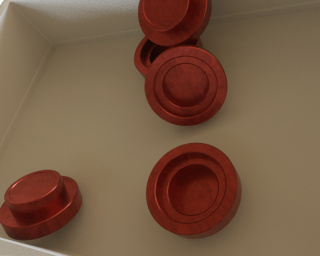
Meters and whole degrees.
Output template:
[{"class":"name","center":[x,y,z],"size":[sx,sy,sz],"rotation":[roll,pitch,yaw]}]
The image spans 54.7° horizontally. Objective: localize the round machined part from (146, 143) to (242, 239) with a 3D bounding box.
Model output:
[{"class":"round machined part","center":[0.038,0.068,0.332],"size":[0.098,0.042,0.098],"rotation":[-13,56,20]}]

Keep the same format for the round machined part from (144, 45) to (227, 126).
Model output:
[{"class":"round machined part","center":[0.032,-0.055,0.387],"size":[0.098,0.098,0.042],"rotation":[-22,18,15]}]

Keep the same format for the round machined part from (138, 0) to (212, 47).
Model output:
[{"class":"round machined part","center":[0.013,-0.155,0.400],"size":[0.098,0.042,0.097],"rotation":[2,95,26]}]

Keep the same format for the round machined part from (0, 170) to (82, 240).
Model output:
[{"class":"round machined part","center":[-0.152,0.089,0.389],"size":[0.099,0.042,0.098],"rotation":[-9,26,5]}]

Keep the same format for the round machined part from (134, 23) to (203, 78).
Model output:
[{"class":"round machined part","center":[0.016,-0.103,0.448],"size":[0.098,0.042,0.098],"rotation":[-13,56,20]}]
